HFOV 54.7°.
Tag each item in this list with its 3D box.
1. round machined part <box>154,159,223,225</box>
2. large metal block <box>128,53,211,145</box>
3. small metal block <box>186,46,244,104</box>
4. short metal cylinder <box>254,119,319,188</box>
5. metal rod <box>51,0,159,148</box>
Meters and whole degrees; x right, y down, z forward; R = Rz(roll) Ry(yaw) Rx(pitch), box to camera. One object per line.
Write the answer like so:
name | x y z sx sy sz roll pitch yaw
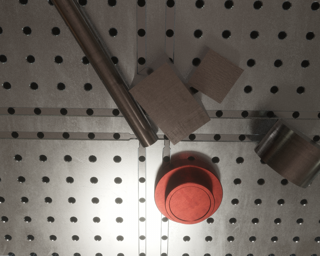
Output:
round machined part | 0.041 0.097 0.441 0.099 0.042 0.097 0 110 -1
large metal block | 0.011 -0.038 0.370 0.050 0.080 0.080 -36 107 12
small metal block | 0.068 -0.067 0.390 0.050 0.025 0.050 30 107 -11
short metal cylinder | 0.170 0.031 0.398 0.080 0.080 0.050 30 107 -11
metal rod | -0.085 -0.103 0.374 0.025 0.025 0.299 -28 108 9
